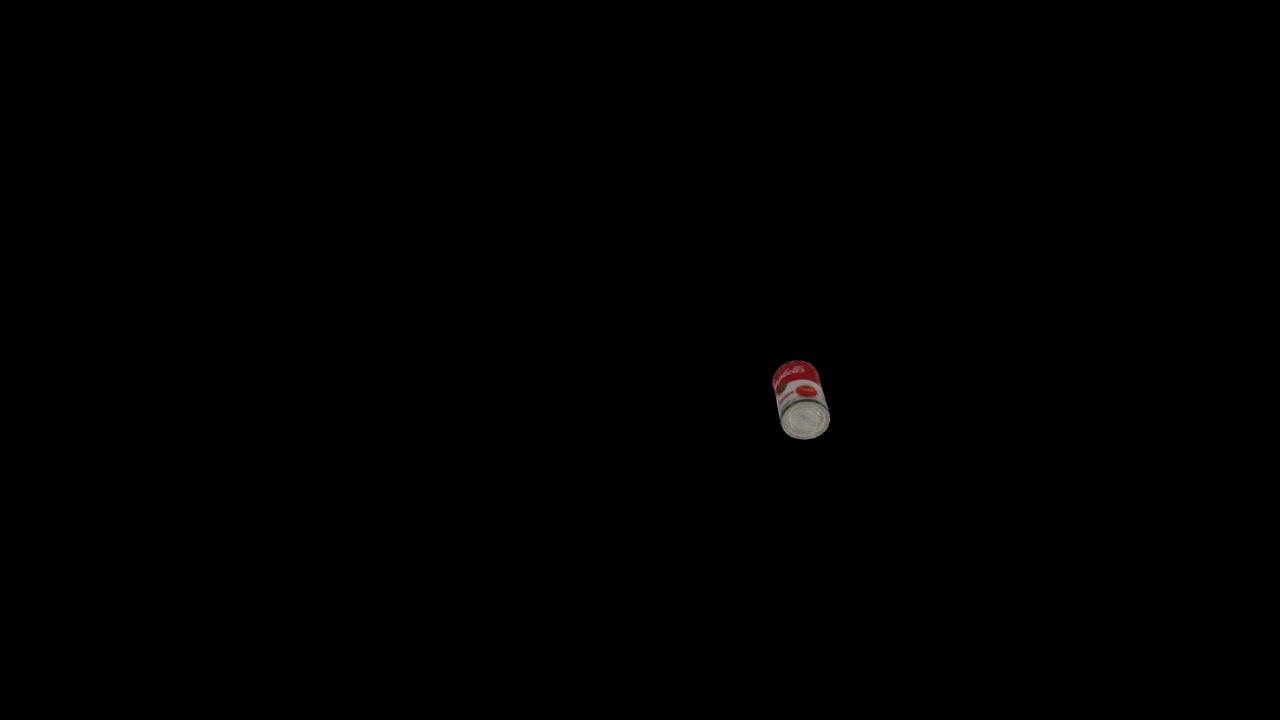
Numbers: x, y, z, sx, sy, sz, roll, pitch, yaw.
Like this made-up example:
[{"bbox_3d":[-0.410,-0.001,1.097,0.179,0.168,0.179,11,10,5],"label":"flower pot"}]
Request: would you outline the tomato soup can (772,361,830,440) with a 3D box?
[{"bbox_3d":[0.225,0.056,0.863,0.068,0.068,0.101,0,33,5],"label":"tomato soup can"}]
